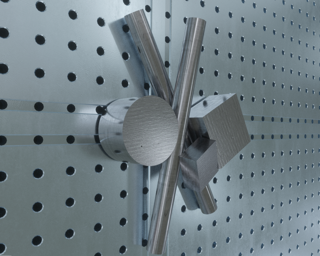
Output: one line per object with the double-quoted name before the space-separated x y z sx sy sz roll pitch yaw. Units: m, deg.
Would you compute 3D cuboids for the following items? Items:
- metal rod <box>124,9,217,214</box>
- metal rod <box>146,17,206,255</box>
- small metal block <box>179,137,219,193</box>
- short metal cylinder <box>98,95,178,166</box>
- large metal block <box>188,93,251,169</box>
"metal rod" 0.021 -0.009 0.422 0.025 0.025 0.299 -35 112 -34
"metal rod" 0.020 0.011 0.396 0.025 0.025 0.298 8 93 -40
"small metal block" 0.053 0.047 0.408 0.050 0.025 0.050 -39 129 -42
"short metal cylinder" -0.025 0.003 0.368 0.081 0.050 0.079 0 90 -41
"large metal block" 0.081 0.003 0.455 0.081 0.050 0.080 -34 111 -35
